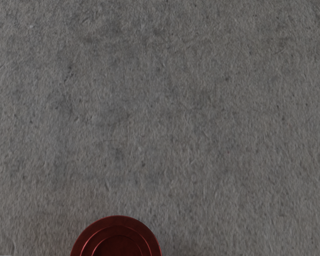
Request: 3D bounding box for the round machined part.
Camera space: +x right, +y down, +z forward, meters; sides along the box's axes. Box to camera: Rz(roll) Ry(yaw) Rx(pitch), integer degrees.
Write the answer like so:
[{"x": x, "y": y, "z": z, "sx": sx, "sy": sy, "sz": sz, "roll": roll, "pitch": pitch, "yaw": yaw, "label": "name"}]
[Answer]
[{"x": -0.046, "y": 0.149, "z": 0.344, "sx": 0.099, "sy": 0.042, "sz": 0.098, "roll": 0, "pitch": 70, "yaw": -1, "label": "round machined part"}]
